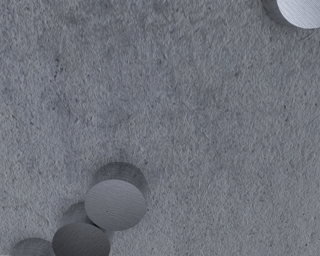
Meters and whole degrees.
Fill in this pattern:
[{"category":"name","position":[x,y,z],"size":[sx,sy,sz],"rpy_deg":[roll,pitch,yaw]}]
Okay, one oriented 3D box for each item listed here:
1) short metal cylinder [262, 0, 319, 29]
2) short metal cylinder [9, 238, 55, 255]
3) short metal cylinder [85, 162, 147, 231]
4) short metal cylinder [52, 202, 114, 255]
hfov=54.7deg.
[{"category":"short metal cylinder","position":[0.160,-0.152,0.341],"size":[0.081,0.050,0.079],"rpy_deg":[0,110,0]},{"category":"short metal cylinder","position":[-0.197,0.218,0.475],"size":[0.081,0.050,0.079],"rpy_deg":[0,110,0]},{"category":"short metal cylinder","position":[-0.059,0.094,0.430],"size":[0.081,0.050,0.079],"rpy_deg":[0,110,0]},{"category":"short metal cylinder","position":[-0.109,0.156,0.453],"size":[0.081,0.050,0.079],"rpy_deg":[0,110,0]}]
